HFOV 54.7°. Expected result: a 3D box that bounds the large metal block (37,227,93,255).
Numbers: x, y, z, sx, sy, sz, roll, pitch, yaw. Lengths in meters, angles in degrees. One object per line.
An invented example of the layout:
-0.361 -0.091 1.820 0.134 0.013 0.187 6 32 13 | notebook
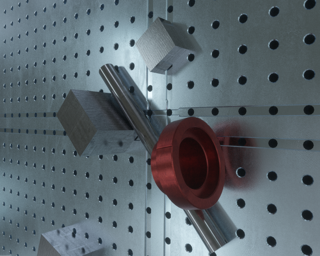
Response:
-0.167 0.231 0.531 0.080 0.050 0.079 24 105 37 | large metal block

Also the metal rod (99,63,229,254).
-0.007 0.024 0.415 0.025 0.025 0.299 -48 62 29 | metal rod

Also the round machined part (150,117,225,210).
0.028 0.040 0.339 0.042 0.099 0.097 -15 81 39 | round machined part

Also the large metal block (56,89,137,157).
-0.088 -0.008 0.446 0.050 0.081 0.080 -52 60 27 | large metal block

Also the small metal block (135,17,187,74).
0.000 -0.108 0.409 0.050 0.025 0.050 -41 66 32 | small metal block
